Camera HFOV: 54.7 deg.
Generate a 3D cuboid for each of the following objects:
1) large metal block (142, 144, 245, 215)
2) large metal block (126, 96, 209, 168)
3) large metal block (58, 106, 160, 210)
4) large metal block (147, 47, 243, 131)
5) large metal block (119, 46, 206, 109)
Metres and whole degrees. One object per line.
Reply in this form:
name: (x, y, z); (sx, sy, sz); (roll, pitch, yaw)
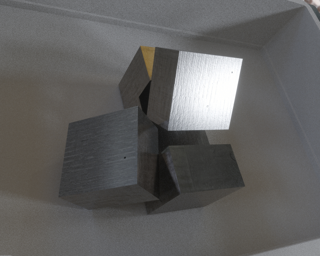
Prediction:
large metal block: (0.033, 0.058, 0.351); (0.081, 0.080, 0.050); (0, 62, -29)
large metal block: (0.009, 0.008, 0.391); (0.081, 0.050, 0.080); (-1, 62, -29)
large metal block: (-0.048, 0.032, 0.313); (0.050, 0.080, 0.080); (51, 32, -54)
large metal block: (0.037, -0.043, 0.344); (0.081, 0.079, 0.050); (-1, 17, -29)
large metal block: (0.001, -0.057, 0.404); (0.081, 0.080, 0.050); (-1, 63, -29)
